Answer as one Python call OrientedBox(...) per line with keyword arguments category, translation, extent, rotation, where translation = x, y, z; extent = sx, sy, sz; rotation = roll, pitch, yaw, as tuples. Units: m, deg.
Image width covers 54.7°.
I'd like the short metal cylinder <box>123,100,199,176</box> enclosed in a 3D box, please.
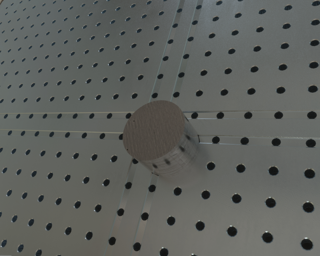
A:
OrientedBox(category="short metal cylinder", translation=(0.002, 0.013, 0.382), extent=(0.080, 0.050, 0.080), rotation=(-13, 56, 20))
